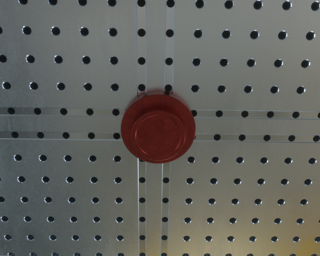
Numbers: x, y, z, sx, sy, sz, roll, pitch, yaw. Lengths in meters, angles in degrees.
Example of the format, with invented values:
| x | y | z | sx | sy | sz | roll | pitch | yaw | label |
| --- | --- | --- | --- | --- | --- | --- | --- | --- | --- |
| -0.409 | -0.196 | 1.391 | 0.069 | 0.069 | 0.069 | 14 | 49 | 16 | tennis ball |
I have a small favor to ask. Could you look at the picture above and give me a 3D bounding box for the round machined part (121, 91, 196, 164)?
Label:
| x | y | z | sx | sy | sz | roll | pitch | yaw | label |
| --- | --- | --- | --- | --- | --- | --- | --- | --- | --- |
| -0.002 | 0.004 | 0.405 | 0.099 | 0.042 | 0.097 | 0 | 110 | -1 | round machined part |
